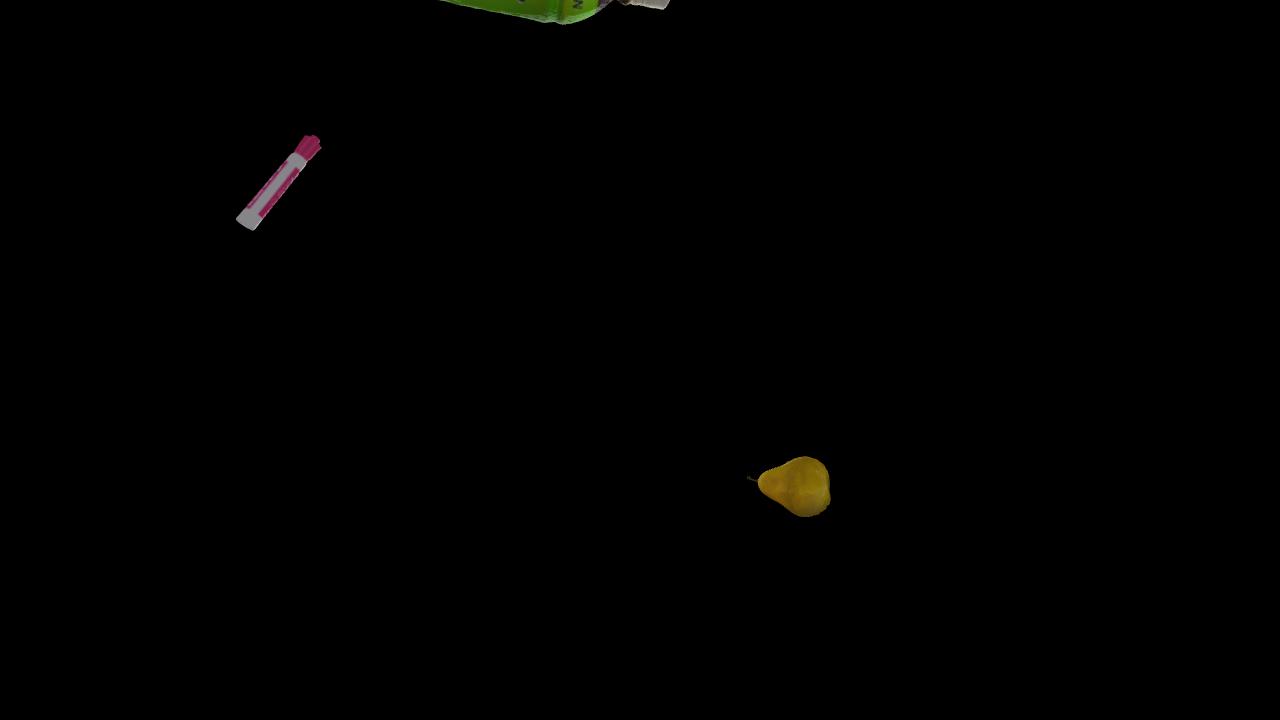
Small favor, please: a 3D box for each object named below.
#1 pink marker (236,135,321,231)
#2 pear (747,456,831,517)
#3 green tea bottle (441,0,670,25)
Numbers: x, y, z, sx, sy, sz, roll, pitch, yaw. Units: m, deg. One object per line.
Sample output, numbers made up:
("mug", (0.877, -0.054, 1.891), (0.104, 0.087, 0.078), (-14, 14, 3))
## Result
("pink marker", (-0.375, -0.188, 0.643), (0.020, 0.121, 0.020), (26, -17, 9))
("pear", (0.197, 0.170, 0.826), (0.111, 0.080, 0.080), (-6, -2, 19))
("green tea bottle", (-0.084, -0.230, 0.335), (0.212, 0.073, 0.073), (2, -1, -13))
